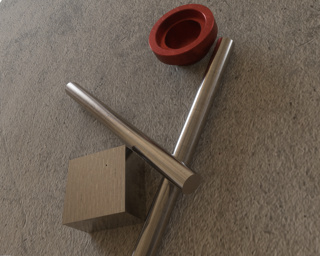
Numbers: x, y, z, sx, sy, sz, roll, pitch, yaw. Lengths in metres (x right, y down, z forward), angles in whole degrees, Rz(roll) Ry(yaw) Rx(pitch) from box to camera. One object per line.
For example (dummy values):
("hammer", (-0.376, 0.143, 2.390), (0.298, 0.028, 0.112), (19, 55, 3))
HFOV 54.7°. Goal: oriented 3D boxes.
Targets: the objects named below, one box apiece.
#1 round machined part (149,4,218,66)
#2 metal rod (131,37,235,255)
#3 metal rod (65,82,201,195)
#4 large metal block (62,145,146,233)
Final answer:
("round machined part", (0.037, -0.130, 0.452), (0.098, 0.042, 0.098), (-13, 56, 20))
("metal rod", (0.035, 0.013, 0.376), (0.025, 0.025, 0.300), (10, 67, 32))
("metal rod", (-0.057, -0.004, 0.415), (0.025, 0.025, 0.300), (-49, 46, -7))
("large metal block", (-0.065, 0.075, 0.374), (0.080, 0.050, 0.080), (-16, 55, 18))
